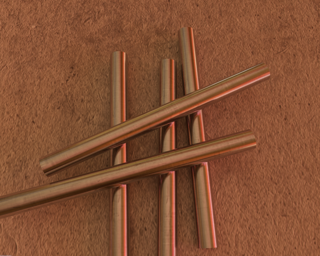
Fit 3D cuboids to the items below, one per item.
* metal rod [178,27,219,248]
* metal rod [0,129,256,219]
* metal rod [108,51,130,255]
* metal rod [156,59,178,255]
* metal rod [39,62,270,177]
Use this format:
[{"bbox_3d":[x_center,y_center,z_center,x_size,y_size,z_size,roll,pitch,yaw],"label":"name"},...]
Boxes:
[{"bbox_3d":[0.047,-0.002,0.408,0.025,0.025,0.299,-3,70,-1],"label":"metal rod"},{"bbox_3d":[-0.034,0.051,0.361,0.302,0.025,0.025,-15,71,-6],"label":"metal rod"},{"bbox_3d":[-0.052,0.037,0.394,0.025,0.025,0.299,-2,70,-1],"label":"metal rod"},{"bbox_3d":[0.009,0.048,0.390,0.025,0.025,0.299,1,70,0],"label":"metal rod"},{"bbox_3d":[0.001,-0.014,0.385,0.302,0.025,0.025,-24,72,-9],"label":"metal rod"}]
